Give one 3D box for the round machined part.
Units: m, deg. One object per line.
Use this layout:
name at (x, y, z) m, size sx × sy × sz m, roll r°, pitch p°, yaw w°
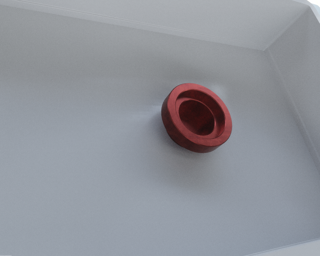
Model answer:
round machined part at (0.046, -0.010, 0.425) m, size 0.099 × 0.042 × 0.098 m, roll 13°, pitch 56°, yaw -21°
